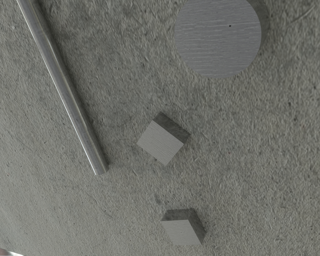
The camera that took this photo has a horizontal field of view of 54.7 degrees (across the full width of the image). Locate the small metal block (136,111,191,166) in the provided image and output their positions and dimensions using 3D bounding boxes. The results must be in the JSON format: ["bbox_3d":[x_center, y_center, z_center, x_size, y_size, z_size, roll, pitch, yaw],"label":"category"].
[{"bbox_3d":[0.004,0.015,0.414,0.050,0.025,0.050,37,129,3],"label":"small metal block"}]

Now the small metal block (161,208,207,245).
[{"bbox_3d":[0.037,0.154,0.483,0.050,0.025,0.050,-15,111,34],"label":"small metal block"}]

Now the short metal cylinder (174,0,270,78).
[{"bbox_3d":[0.061,-0.095,0.300,0.080,0.050,0.079,13,124,21],"label":"short metal cylinder"}]

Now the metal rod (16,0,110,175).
[{"bbox_3d":[-0.136,-0.062,0.440,0.025,0.025,0.298,-4,117,30],"label":"metal rod"}]
